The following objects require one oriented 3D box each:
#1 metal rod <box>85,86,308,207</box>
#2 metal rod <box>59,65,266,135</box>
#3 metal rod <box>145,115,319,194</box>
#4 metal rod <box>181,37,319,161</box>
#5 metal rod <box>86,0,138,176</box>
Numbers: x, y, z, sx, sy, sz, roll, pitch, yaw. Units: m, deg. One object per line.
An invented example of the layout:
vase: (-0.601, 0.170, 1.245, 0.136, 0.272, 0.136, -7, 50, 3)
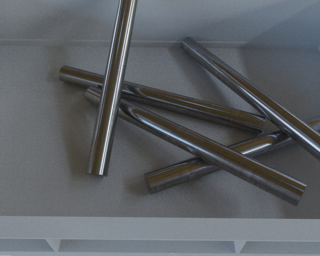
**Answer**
metal rod: (0.020, 0.008, 0.372, 0.300, 0.025, 0.025, 26, 54, 29)
metal rod: (-0.005, -0.043, 0.441, 0.301, 0.025, 0.025, 16, 52, 12)
metal rod: (0.127, 0.022, 0.388, 0.302, 0.025, 0.025, -17, 52, -14)
metal rod: (0.118, -0.054, 0.430, 0.025, 0.025, 0.300, -23, 47, -18)
metal rod: (-0.055, -0.088, 0.401, 0.025, 0.025, 0.299, 6, 74, 5)
